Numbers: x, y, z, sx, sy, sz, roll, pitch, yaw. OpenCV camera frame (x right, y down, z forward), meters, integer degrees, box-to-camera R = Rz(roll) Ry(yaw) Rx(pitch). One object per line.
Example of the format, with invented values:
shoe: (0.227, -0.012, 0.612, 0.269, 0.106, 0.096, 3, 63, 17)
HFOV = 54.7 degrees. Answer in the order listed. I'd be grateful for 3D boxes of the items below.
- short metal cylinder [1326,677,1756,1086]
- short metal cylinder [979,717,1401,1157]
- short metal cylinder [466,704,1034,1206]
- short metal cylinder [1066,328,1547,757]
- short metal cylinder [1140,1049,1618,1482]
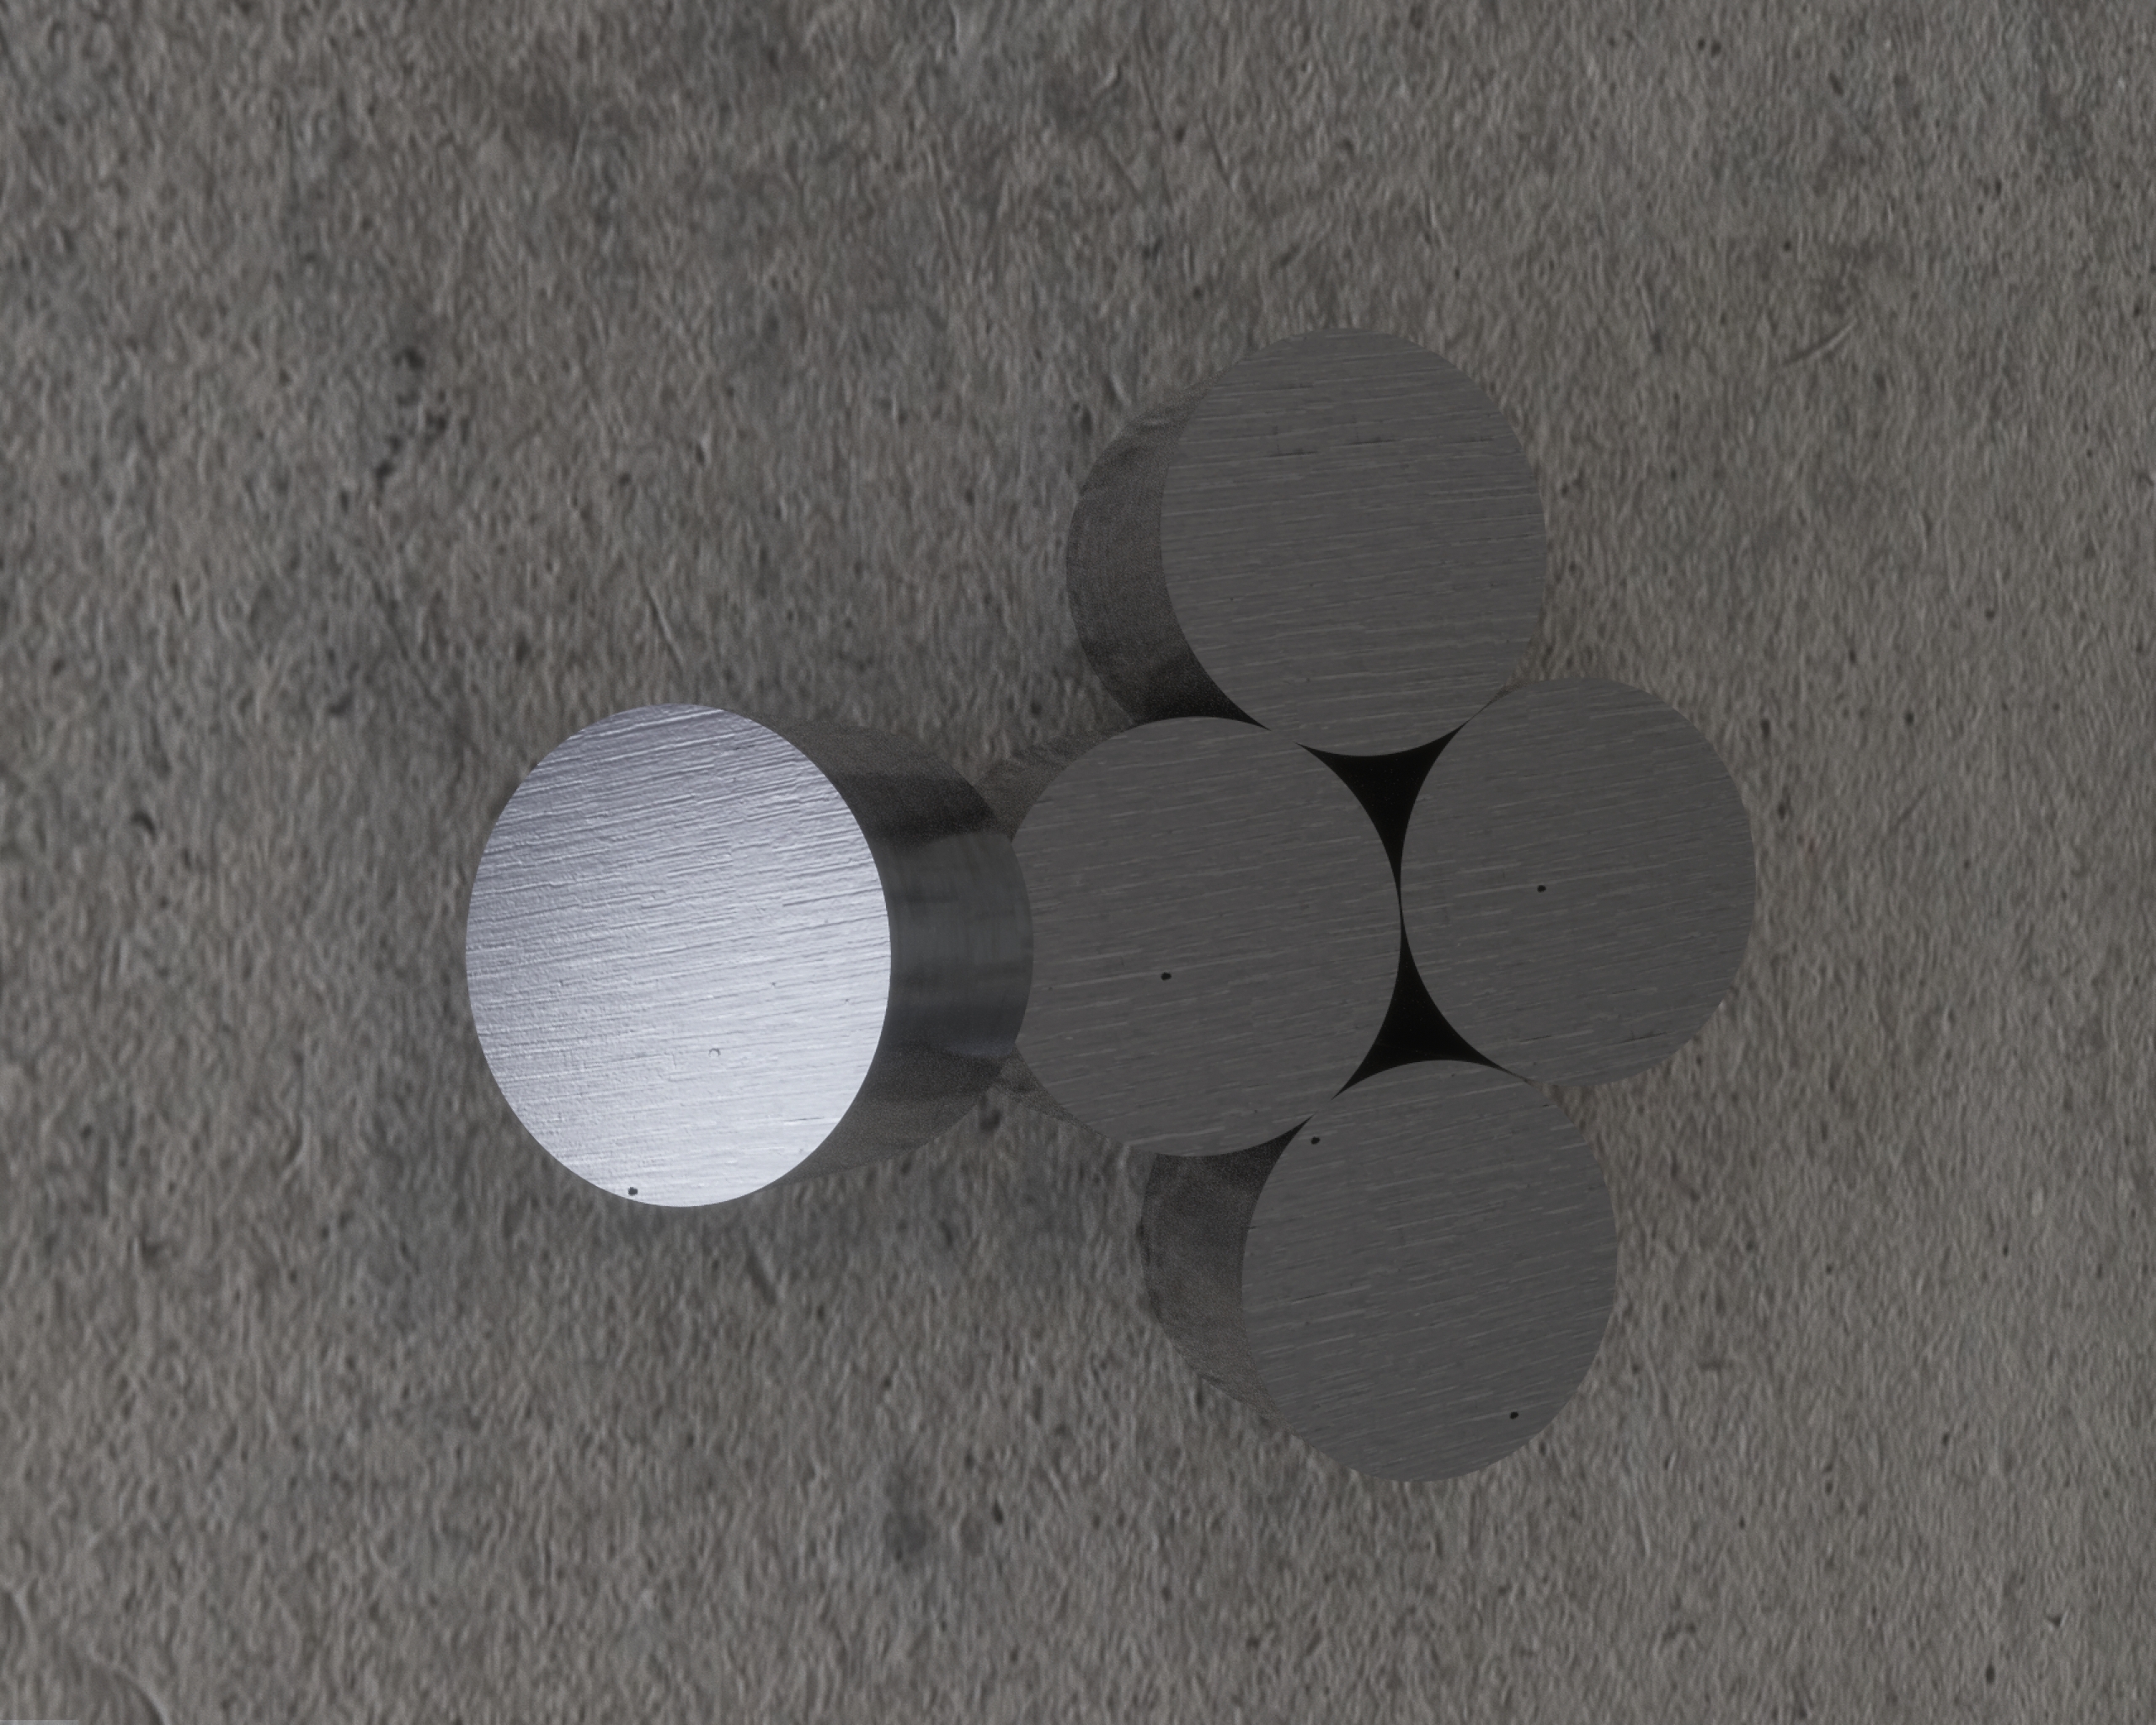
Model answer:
short metal cylinder: (0.090, 0.004, 0.429, 0.081, 0.050, 0.080, 0, 90, -20)
short metal cylinder: (0.014, 0.013, 0.401, 0.081, 0.050, 0.080, 0, 90, -20)
short metal cylinder: (-0.055, 0.015, 0.353, 0.080, 0.050, 0.080, 0, 89, 24)
short metal cylinder: (0.044, -0.060, 0.412, 0.081, 0.050, 0.080, 0, 90, -20)
short metal cylinder: (0.059, 0.077, 0.417, 0.081, 0.050, 0.080, 0, 90, -20)
